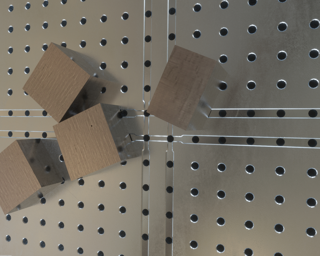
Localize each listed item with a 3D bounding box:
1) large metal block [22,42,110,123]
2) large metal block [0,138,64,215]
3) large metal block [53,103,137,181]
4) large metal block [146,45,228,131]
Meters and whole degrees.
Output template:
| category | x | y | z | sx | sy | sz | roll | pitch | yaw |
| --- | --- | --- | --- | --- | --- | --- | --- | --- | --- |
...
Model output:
| category | x | y | z | sx | sy | sz | roll | pitch | yaw |
| --- | --- | --- | --- | --- | --- | --- | --- | --- | --- |
| large metal block | -0.135 | -0.062 | 0.448 | 0.080 | 0.050 | 0.080 | 41 | 103 | 15 |
| large metal block | -0.209 | 0.072 | 0.474 | 0.080 | 0.050 | 0.080 | -36 | 79 | 16 |
| large metal block | -0.090 | 0.019 | 0.432 | 0.080 | 0.050 | 0.080 | -23 | 82 | 18 |
| large metal block | 0.036 | -0.044 | 0.371 | 0.050 | 0.080 | 0.080 | 26 | 99 | 18 |
